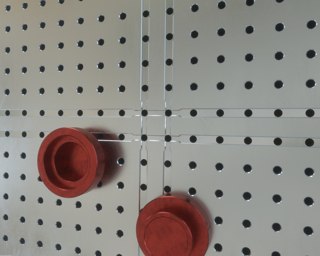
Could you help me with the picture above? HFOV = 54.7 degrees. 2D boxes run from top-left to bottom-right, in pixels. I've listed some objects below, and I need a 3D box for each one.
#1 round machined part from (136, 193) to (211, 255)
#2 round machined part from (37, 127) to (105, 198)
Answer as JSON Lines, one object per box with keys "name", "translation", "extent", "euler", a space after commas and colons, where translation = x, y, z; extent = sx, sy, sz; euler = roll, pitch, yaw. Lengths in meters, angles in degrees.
{"name": "round machined part", "translation": [0.014, 0.137, 0.398], "extent": [0.098, 0.042, 0.097], "euler": [0, 90, 19]}
{"name": "round machined part", "translation": [-0.122, 0.048, 0.445], "extent": [0.098, 0.042, 0.097], "euler": [0, 90, 19]}
